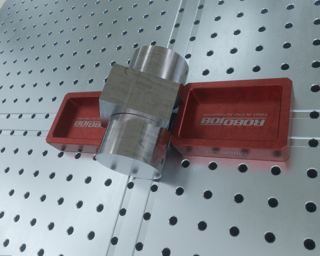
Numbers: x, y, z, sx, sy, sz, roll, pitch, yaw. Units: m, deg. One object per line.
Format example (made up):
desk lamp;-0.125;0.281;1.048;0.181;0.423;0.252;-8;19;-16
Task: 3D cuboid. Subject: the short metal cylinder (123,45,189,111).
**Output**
short metal cylinder;-0.006;-0.064;0.415;0.080;0.080;0.050;1;63;29

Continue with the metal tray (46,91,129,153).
metal tray;-0.099;-0.010;0.463;0.130;0.030;0.090;1;62;28

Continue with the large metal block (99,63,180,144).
large metal block;-0.027;-0.027;0.385;0.080;0.080;0.050;17;66;-2

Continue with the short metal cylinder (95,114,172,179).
short metal cylinder;-0.031;0.024;0.374;0.080;0.080;0.050;2;63;29

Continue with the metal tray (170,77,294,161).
metal tray;0.085;-0.012;0.367;0.130;0.030;0.090;1;62;28
